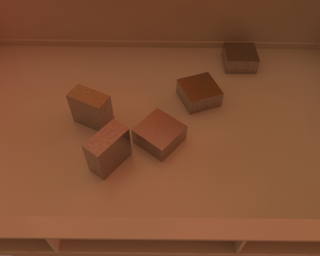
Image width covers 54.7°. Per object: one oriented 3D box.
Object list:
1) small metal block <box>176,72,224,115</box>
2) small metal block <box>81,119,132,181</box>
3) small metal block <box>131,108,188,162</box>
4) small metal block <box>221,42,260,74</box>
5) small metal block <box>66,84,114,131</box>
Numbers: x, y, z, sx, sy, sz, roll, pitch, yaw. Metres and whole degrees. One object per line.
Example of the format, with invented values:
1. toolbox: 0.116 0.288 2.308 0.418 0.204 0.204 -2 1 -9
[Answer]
1. small metal block: 0.057 -0.051 0.449 0.050 0.025 0.050 -16 52 -13
2. small metal block: -0.061 0.026 0.366 0.025 0.050 0.050 31 57 23
3. small metal block: -0.001 0.008 0.398 0.050 0.025 0.050 33 57 24
4. small metal block: 0.130 -0.114 0.503 0.050 0.025 0.050 1 50 0
5. small metal block: -0.091 -0.025 0.409 0.050 0.050 0.025 21 53 16
